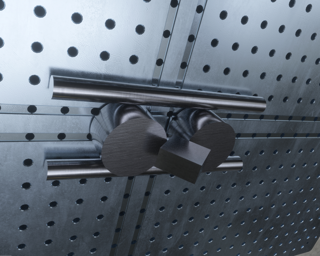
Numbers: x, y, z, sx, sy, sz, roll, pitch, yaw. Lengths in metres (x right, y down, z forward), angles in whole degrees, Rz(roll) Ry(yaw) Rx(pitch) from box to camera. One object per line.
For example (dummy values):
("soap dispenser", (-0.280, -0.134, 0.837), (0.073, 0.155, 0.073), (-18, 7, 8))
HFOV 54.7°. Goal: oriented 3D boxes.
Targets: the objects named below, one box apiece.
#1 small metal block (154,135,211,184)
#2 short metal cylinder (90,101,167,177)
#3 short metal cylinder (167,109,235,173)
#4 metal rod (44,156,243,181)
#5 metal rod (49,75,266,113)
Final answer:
("small metal block", (0.028, 0.036, 0.368), (0.050, 0.050, 0.025), (-40, 149, -64))
("short metal cylinder", (-0.039, 0.012, 0.377), (0.081, 0.050, 0.079), (-14, 124, -21))
("short metal cylinder", (0.057, 0.015, 0.431), (0.081, 0.050, 0.079), (-14, 124, -21))
("metal rod", (-0.003, 0.054, 0.439), (0.303, 0.025, 0.025), (2, 118, -30))
("metal rod", (0.019, -0.038, 0.394), (0.303, 0.025, 0.025), (2, 118, -29))
